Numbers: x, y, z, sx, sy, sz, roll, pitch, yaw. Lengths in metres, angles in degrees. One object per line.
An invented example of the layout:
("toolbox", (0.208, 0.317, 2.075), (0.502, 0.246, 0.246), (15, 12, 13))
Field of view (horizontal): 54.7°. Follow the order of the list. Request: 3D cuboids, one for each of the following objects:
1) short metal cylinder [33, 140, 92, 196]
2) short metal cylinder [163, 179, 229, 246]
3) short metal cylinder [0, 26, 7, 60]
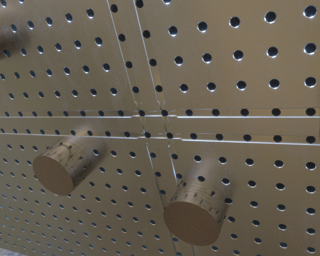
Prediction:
("short metal cylinder", (-0.163, 0.066, 0.520), (0.080, 0.050, 0.079), (13, 124, 20))
("short metal cylinder", (0.052, 0.119, 0.441), (0.080, 0.050, 0.079), (13, 124, 20))
("short metal cylinder", (-0.278, -0.130, 0.458), (0.080, 0.050, 0.079), (13, 124, 20))
